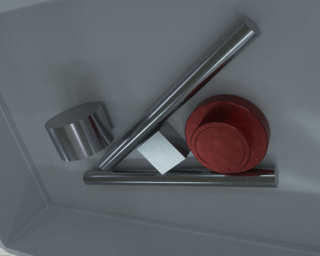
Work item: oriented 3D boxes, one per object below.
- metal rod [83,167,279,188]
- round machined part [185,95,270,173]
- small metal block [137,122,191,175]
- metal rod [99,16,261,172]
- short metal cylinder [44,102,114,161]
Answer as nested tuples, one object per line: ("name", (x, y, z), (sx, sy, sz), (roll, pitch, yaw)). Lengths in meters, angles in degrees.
("metal rod", (0.010, 0.071, 0.444), (0.300, 0.025, 0.025), (-5, 116, 30))
("round machined part", (0.075, 0.014, 0.362), (0.098, 0.042, 0.097), (13, 124, 20))
("small metal block", (0.006, 0.028, 0.419), (0.050, 0.025, 0.050), (46, 129, -4))
("metal rod", (0.002, -0.021, 0.391), (0.025, 0.025, 0.299), (45, 129, -4))
("short metal cylinder", (-0.110, 0.003, 0.430), (0.080, 0.080, 0.050), (-5, 116, 30))
